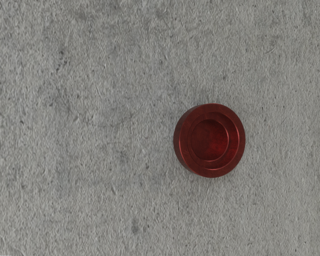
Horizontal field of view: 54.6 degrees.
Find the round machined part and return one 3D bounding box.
[{"bbox_3d":[0.063,0.016,0.423,0.099,0.042,0.097,0,90,-20],"label":"round machined part"}]
